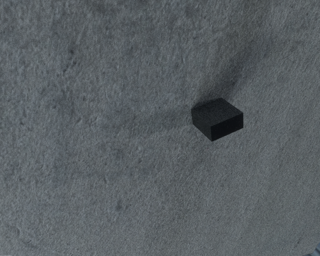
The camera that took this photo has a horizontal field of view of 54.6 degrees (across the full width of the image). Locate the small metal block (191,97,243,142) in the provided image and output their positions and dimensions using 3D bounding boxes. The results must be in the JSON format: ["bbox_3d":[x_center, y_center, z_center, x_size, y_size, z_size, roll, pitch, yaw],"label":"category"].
[{"bbox_3d":[0.078,-0.013,0.424,0.050,0.050,0.025,-22,127,-15],"label":"small metal block"}]
